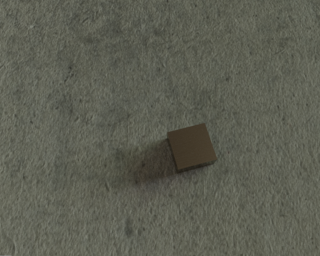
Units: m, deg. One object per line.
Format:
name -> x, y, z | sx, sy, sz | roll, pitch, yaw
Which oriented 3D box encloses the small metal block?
small metal block -> 0.040, 0.026, 0.399 | 0.050, 0.025, 0.050 | -14, 71, -6
